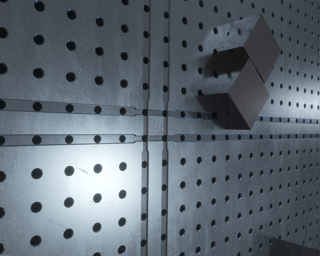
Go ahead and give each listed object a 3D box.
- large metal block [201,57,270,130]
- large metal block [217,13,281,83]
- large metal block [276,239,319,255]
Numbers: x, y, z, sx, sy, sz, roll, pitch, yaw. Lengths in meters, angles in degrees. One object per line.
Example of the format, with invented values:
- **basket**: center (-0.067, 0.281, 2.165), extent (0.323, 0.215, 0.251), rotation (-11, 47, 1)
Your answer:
- **large metal block**: center (0.124, -0.053, 0.500), extent (0.080, 0.050, 0.080), rotation (51, 60, -28)
- **large metal block**: center (0.153, -0.130, 0.524), extent (0.080, 0.050, 0.080), rotation (47, 62, -30)
- **large metal block**: center (0.279, 0.279, 0.632), extent (0.080, 0.050, 0.080), rotation (26, 74, -37)
